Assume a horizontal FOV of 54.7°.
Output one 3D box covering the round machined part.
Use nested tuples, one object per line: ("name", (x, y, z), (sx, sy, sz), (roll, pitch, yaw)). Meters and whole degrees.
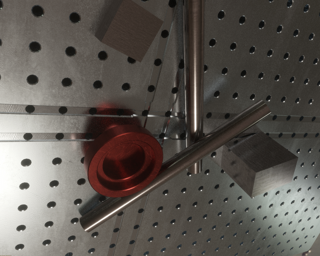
("round machined part", (-0.049, 0.038, 0.398), (0.099, 0.042, 0.097), (-14, 124, -21))

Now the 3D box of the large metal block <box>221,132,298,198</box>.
("large metal block", (0.157, 0.056, 0.499), (0.081, 0.080, 0.050), (-15, 125, -21))

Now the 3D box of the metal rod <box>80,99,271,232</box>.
("metal rod", (0.019, 0.054, 0.431), (0.301, 0.025, 0.025), (-34, 130, 3))

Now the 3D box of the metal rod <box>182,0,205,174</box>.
("metal rod", (0.044, -0.061, 0.399), (0.025, 0.025, 0.298), (-18, 126, -19))

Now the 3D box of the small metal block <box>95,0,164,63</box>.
("small metal block", (-0.033, -0.106, 0.329), (0.050, 0.025, 0.050), (21, 107, -37))
